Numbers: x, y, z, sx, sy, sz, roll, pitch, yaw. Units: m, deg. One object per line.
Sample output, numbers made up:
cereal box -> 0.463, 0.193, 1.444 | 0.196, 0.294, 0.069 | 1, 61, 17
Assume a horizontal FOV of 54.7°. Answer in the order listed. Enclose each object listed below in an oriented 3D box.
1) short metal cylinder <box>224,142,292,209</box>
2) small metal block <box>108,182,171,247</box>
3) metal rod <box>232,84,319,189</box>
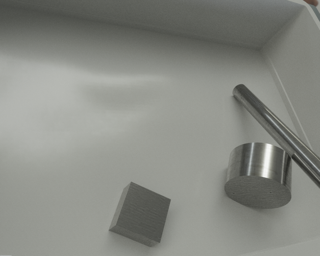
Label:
short metal cylinder -> 0.128, 0.063, 0.403 | 0.080, 0.080, 0.050 | 28, 52, -11
small metal block -> -0.021, 0.094, 0.338 | 0.050, 0.025, 0.050 | 27, 52, -12
metal rod -> 0.175, 0.024, 0.406 | 0.025, 0.025, 0.300 | 8, 32, -25
